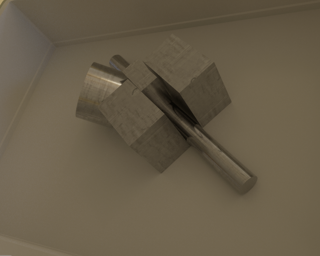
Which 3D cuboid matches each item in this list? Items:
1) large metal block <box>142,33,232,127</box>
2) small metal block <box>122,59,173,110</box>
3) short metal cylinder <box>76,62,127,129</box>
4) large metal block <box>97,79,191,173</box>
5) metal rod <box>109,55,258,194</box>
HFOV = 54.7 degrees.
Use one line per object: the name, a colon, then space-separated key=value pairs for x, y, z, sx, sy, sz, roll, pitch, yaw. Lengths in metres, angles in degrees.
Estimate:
large metal block: x=0.035 y=-0.058 z=0.386 sx=0.050 sy=0.080 sz=0.080 roll=-42 pitch=51 yaw=-1
small metal block: x=-0.015 y=-0.054 z=0.398 sx=0.025 sy=0.050 sz=0.050 roll=-42 pitch=51 yaw=0
short metal cylinder: x=-0.078 y=-0.045 z=0.427 sx=0.050 sy=0.080 sz=0.080 roll=18 pitch=66 yaw=-7
large metal block: x=-0.019 y=-0.001 z=0.379 sx=0.050 sy=0.080 sz=0.080 roll=-43 pitch=51 yaw=-1
metal rod: x=0.010 y=-0.025 z=0.414 sx=0.025 sy=0.025 sz=0.300 roll=-43 pitch=51 yaw=-2
